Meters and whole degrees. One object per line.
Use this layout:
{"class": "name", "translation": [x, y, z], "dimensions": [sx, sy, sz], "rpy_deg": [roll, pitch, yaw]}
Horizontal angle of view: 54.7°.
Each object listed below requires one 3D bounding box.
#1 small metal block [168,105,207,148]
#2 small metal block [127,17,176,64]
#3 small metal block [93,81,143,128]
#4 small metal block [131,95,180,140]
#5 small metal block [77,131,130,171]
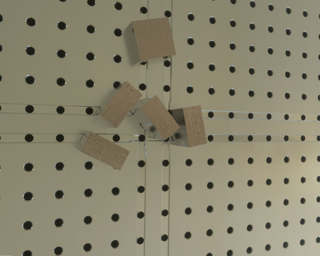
{"class": "small metal block", "translation": [0.036, -0.002, 0.414], "dimensions": [0.025, 0.050, 0.050], "rpy_deg": [-11, 94, -20]}
{"class": "small metal block", "translation": [-0.011, -0.115, 0.409], "dimensions": [0.050, 0.025, 0.050], "rpy_deg": [-14, 95, -20]}
{"class": "small metal block", "translation": [-0.053, -0.027, 0.381], "dimensions": [0.025, 0.050, 0.050], "rpy_deg": [40, 77, -16]}
{"class": "small metal block", "translation": [-0.008, -0.013, 0.397], "dimensions": [0.025, 0.050, 0.050], "rpy_deg": [-41, 103, -16]}
{"class": "small metal block", "translation": [-0.070, 0.026, 0.374], "dimensions": [0.050, 0.050, 0.025], "rpy_deg": [29, 81, -18]}
